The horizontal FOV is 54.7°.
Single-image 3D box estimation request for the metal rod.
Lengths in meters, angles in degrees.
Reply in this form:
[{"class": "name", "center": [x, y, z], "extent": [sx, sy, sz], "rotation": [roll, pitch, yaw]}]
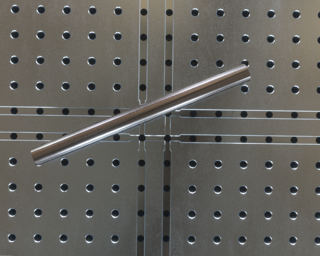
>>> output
[{"class": "metal rod", "center": [-0.025, -0.018, 0.413], "extent": [0.301, 0.025, 0.025], "rotation": [-22, 90, -1]}]
